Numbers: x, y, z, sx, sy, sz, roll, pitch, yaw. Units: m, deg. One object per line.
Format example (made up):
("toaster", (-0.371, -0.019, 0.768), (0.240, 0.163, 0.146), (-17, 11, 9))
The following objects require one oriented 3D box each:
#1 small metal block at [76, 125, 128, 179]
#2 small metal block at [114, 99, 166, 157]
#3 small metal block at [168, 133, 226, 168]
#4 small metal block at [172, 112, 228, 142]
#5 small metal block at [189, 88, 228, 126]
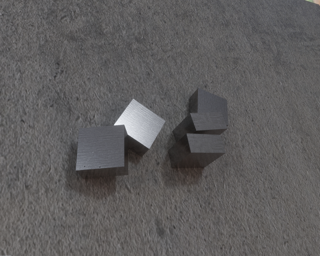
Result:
("small metal block", (-0.062, 0.026, 0.341), (0.050, 0.025, 0.050), (-5, 60, 2))
("small metal block", (-0.028, 0.000, 0.388), (0.050, 0.025, 0.050), (35, 51, -6))
("small metal block", (0.046, 0.030, 0.394), (0.050, 0.050, 0.025), (3, 61, -27))
("small metal block", (0.053, 0.002, 0.414), (0.050, 0.050, 0.025), (-3, 64, -30))
("small metal block", (0.071, -0.025, 0.455), (0.050, 0.025, 0.050), (20, 50, -17))
